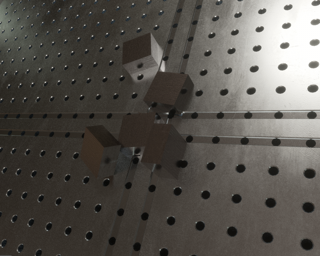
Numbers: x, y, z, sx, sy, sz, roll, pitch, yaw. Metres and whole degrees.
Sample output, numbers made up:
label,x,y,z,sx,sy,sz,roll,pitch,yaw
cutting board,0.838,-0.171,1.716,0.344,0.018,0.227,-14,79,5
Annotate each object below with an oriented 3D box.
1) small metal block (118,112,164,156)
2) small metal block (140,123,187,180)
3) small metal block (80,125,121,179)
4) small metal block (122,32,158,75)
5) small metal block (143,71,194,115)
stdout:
label,x,y,z,sx,sy,sz,roll,pitch,yaw
small metal block,-0.026,0.008,0.416,0.050,0.025,0.050,-5,59,25
small metal block,0.006,0.028,0.370,0.025,0.050,0.050,3,63,29
small metal block,-0.080,0.031,0.413,0.050,0.025,0.050,41,125,38
small metal block,-0.032,-0.119,0.496,0.050,0.025,0.050,-15,56,19
small metal block,0.012,-0.049,0.431,0.050,0.025,0.050,12,68,33
